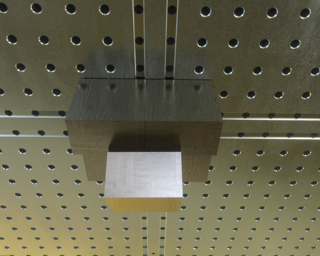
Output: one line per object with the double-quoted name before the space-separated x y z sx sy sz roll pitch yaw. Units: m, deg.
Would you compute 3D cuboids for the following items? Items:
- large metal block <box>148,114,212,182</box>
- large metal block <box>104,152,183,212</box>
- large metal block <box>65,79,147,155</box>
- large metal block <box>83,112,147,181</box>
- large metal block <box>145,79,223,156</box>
"large metal block" 0.024 0.027 0.416 0.081 0.050 0.079 1 130 -1
"large metal block" -0.017 0.066 0.363 0.081 0.050 0.080 0 154 -1
"large metal block" -0.057 -0.015 0.361 0.081 0.080 0.050 1 130 -1
"large metal block" -0.057 0.026 0.414 0.081 0.050 0.079 1 130 -1
"large metal block" 0.024 -0.014 0.363 0.081 0.080 0.050 1 130 -1
